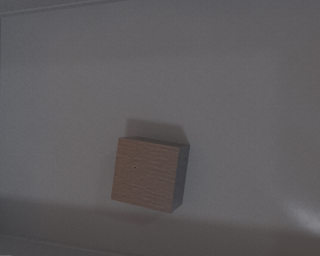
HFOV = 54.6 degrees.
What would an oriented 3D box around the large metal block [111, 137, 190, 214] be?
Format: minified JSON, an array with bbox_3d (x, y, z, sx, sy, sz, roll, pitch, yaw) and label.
[{"bbox_3d":[-0.011,0.057,0.402,0.080,0.050,0.080,9,93,20],"label":"large metal block"}]
